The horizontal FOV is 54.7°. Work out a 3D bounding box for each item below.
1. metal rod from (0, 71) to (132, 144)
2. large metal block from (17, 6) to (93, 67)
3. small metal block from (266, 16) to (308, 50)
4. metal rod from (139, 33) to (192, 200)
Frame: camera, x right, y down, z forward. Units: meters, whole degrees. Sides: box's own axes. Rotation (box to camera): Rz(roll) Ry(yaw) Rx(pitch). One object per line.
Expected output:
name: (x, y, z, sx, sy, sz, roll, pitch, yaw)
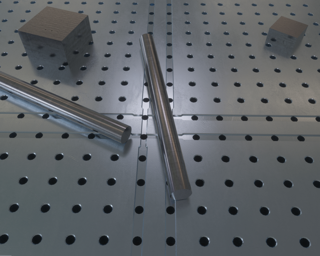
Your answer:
metal rod: (-0.176, -0.046, 0.444, 0.301, 0.025, 0.025, 22, 54, 17)
large metal block: (-0.172, -0.155, 0.520, 0.080, 0.050, 0.080, 16, 52, 13)
small metal block: (0.226, -0.170, 0.552, 0.050, 0.025, 0.050, 31, 56, 23)
metal rod: (0.000, -0.039, 0.440, 0.025, 0.025, 0.300, -7, 50, -6)
